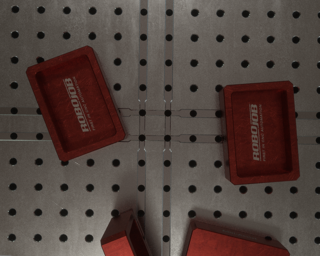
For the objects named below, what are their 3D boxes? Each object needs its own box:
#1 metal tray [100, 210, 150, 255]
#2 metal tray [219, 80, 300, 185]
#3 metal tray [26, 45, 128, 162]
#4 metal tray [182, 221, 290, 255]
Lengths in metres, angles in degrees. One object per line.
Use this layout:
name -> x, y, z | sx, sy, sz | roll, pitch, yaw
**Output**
metal tray -> -0.028, 0.177, 0.380 | 0.030, 0.090, 0.129 | -22, 90, 0
metal tray -> 0.131, 0.006, 0.412 | 0.091, 0.030, 0.129 | -4, 90, -1
metal tray -> -0.107, -0.031, 0.409 | 0.090, 0.030, 0.129 | -21, 90, -1
metal tray -> 0.095, 0.186, 0.412 | 0.131, 0.030, 0.089 | 14, 90, -1
